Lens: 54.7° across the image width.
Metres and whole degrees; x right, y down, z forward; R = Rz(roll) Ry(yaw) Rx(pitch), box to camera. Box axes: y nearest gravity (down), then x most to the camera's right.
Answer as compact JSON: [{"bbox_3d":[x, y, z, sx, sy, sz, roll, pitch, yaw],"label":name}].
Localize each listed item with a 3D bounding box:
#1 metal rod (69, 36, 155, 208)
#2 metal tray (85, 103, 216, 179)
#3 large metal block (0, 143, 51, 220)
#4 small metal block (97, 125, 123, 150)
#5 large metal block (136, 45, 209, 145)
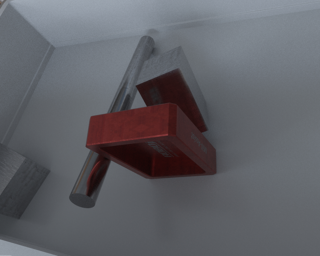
[{"bbox_3d":[-0.047,-0.035,0.396,0.025,0.025,0.300,-10,40,22],"label":"metal rod"},{"bbox_3d":[-0.002,0.021,0.324,0.090,0.130,0.030,-8,65,24],"label":"metal tray"},{"bbox_3d":[-0.225,0.076,0.459,0.080,0.050,0.080,18,71,34],"label":"large metal block"},{"bbox_3d":[-0.051,0.013,0.407,0.050,0.050,0.025,4,64,30],"label":"small metal block"},{"bbox_3d":[0.017,-0.041,0.367,0.050,0.080,0.080,-21,27,16],"label":"large metal block"}]
